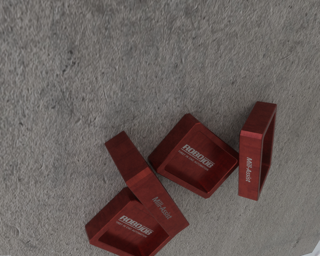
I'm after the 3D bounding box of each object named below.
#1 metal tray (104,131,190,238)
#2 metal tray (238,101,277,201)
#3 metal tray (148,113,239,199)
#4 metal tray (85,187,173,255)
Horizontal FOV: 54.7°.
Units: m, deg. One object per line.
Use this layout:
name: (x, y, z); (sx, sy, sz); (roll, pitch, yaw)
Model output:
metal tray: (-0.016, 0.074, 0.401); (0.030, 0.090, 0.130); (-35, 129, -5)
metal tray: (0.150, 0.036, 0.476); (0.090, 0.030, 0.129); (-49, 141, -43)
metal tray: (0.057, 0.046, 0.463); (0.130, 0.030, 0.090); (35, 99, -39)
metal tray: (-0.038, 0.155, 0.478); (0.090, 0.030, 0.130); (-45, 129, 3)
